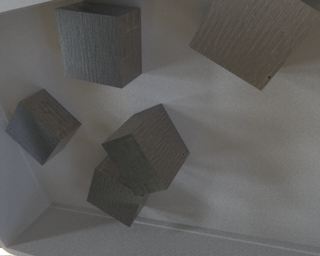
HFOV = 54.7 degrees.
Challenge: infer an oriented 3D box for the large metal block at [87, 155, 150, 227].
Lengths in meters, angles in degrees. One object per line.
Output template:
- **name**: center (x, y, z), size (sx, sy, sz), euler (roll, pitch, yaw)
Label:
- **large metal block**: center (-0.060, 0.094, 0.480), size (0.080, 0.050, 0.079), euler (29, 128, 9)

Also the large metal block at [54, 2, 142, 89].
- **large metal block**: center (-0.069, -0.100, 0.366), size (0.080, 0.050, 0.079), euler (14, 124, 20)

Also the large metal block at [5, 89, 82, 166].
- **large metal block**: center (-0.184, 0.000, 0.487), size (0.080, 0.050, 0.080), euler (44, 129, -3)

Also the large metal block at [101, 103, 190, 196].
- **large metal block**: center (-0.014, 0.027, 0.396), size (0.050, 0.080, 0.080), euler (-20, 108, 35)

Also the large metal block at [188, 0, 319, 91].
- **large metal block**: center (0.086, -0.095, 0.285), size (0.080, 0.050, 0.079), euler (32, 129, 2)
